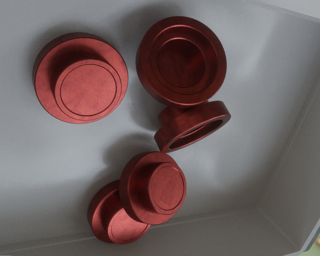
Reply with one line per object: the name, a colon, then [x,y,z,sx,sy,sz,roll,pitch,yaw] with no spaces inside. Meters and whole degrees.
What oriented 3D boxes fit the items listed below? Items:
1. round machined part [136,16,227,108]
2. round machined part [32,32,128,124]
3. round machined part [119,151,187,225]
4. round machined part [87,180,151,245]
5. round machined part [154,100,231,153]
round machined part: [0.021,-0.070,0.347,0.099,0.042,0.097,2,82,-16]
round machined part: [-0.079,-0.047,0.326,0.099,0.042,0.097,-14,125,-21]
round machined part: [-0.002,0.080,0.416,0.099,0.042,0.097,7,79,-41]
round machined part: [-0.049,0.125,0.442,0.099,0.042,0.097,-13,117,-26]
round machined part: [0.036,-0.009,0.393,0.099,0.042,0.098,-25,165,-7]
